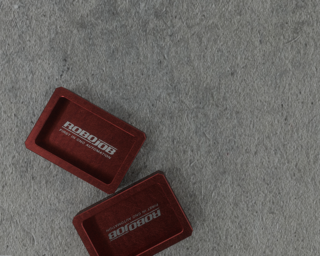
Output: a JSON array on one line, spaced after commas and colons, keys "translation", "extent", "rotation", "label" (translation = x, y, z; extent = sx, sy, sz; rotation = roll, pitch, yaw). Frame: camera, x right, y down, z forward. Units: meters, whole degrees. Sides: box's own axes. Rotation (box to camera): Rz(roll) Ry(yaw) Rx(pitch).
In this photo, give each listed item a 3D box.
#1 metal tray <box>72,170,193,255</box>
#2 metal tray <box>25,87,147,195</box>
[{"translation": [-0.035, 0.125, 0.406], "extent": [0.130, 0.030, 0.090], "rotation": [-28, 90, 0], "label": "metal tray"}, {"translation": [-0.095, 0.016, 0.406], "extent": [0.130, 0.030, 0.090], "rotation": [30, 90, 0], "label": "metal tray"}]
